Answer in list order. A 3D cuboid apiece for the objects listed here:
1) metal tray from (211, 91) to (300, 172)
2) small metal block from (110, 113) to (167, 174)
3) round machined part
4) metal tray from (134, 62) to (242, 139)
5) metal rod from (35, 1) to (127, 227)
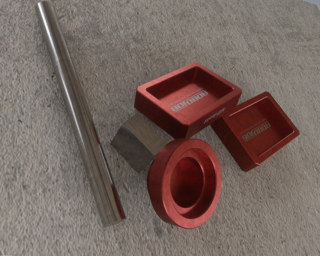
[{"bbox_3d":[0.151,0.001,0.483,0.131,0.030,0.090,-24,75,-37],"label":"metal tray"},{"bbox_3d":[-0.026,0.019,0.363,0.050,0.050,0.025,46,51,6],"label":"small metal block"},{"bbox_3d":[0.024,0.060,0.353,0.099,0.042,0.097,2,87,-43],"label":"round machined part"},{"bbox_3d":[0.041,-0.042,0.429,0.090,0.030,0.131,38,47,25],"label":"metal tray"},{"bbox_3d":[-0.101,-0.032,0.369,0.025,0.025,0.299,-10,67,-33],"label":"metal rod"}]
